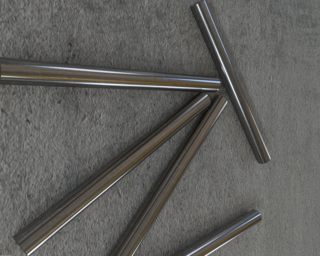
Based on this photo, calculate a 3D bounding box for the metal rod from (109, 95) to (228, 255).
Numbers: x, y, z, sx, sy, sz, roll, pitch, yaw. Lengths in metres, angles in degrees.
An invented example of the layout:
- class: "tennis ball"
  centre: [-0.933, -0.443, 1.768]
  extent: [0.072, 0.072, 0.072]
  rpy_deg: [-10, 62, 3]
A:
- class: "metal rod"
  centre: [0.016, 0.066, 0.419]
  extent: [0.025, 0.025, 0.301]
  rpy_deg: [51, 60, -28]

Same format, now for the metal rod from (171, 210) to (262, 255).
- class: "metal rod"
  centre: [0.055, 0.181, 0.454]
  extent: [0.302, 0.025, 0.025]
  rpy_deg: [-12, 98, -40]

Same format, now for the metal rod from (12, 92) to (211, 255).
- class: "metal rod"
  centre: [-0.034, 0.035, 0.378]
  extent: [0.302, 0.025, 0.025]
  rpy_deg: [-38, 114, -34]

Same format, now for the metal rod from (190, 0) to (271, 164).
- class: "metal rod"
  centre: [0.123, -0.062, 0.510]
  extent: [0.025, 0.025, 0.299]
  rpy_deg: [-44, 117, -31]

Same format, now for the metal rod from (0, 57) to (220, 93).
- class: "metal rod"
  centre: [-0.032, -0.059, 0.379]
  extent: [0.302, 0.025, 0.025]
  rpy_deg: [-4, 93, -40]
